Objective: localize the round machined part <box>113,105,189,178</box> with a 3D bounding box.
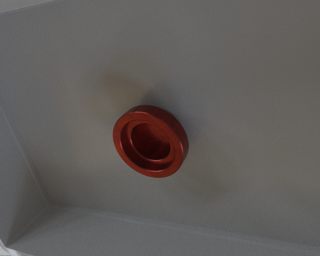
[{"bbox_3d":[-0.008,0.013,0.404,0.098,0.042,0.097,13,124,20],"label":"round machined part"}]
